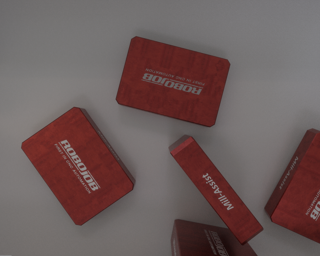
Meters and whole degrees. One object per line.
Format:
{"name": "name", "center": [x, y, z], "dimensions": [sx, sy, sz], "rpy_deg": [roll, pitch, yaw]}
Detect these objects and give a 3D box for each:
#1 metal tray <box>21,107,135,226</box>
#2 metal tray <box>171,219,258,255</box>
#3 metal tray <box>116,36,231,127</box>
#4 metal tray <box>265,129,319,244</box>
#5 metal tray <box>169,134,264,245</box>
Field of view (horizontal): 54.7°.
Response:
{"name": "metal tray", "center": [-0.105, 0.049, 0.408], "dimensions": [0.090, 0.030, 0.130], "rpy_deg": [-35, 90, 0]}
{"name": "metal tray", "center": [0.061, 0.147, 0.359], "dimensions": [0.091, 0.130, 0.030], "rpy_deg": [11, 90, 0]}
{"name": "metal tray", "center": [0.017, -0.059, 0.409], "dimensions": [0.131, 0.030, 0.090], "rpy_deg": [14, 90, 0]}
{"name": "metal tray", "center": [0.208, 0.077, 0.400], "dimensions": [0.090, 0.030, 0.129], "rpy_deg": [25, 99, 0]}
{"name": "metal tray", "center": [0.062, 0.069, 0.379], "dimensions": [0.030, 0.090, 0.130], "rpy_deg": [-38, 90, 0]}
